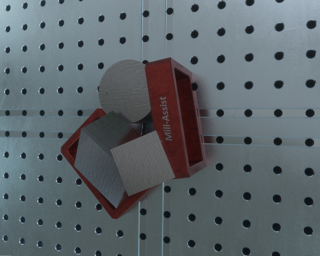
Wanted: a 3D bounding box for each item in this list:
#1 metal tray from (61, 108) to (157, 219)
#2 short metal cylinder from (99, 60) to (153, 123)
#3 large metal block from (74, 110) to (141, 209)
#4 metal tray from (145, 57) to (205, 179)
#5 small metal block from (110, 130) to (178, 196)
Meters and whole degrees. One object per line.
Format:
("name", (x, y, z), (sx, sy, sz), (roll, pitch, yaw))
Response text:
("metal tray", (-0.067, 0.048, 0.431), (0.090, 0.030, 0.130), (-45, 77, 14))
("short metal cylinder", (-0.033, -0.046, 0.410), (0.080, 0.050, 0.079), (0, 90, 19))
("large metal block", (-0.056, 0.040, 0.385), (0.080, 0.050, 0.079), (41, 138, 14))
("metal tray", (0.021, -0.010, 0.370), (0.030, 0.090, 0.129), (-10, 87, 19))
("small metal block", (-0.015, 0.036, 0.317), (0.050, 0.025, 0.050), (-23, 83, 7))
